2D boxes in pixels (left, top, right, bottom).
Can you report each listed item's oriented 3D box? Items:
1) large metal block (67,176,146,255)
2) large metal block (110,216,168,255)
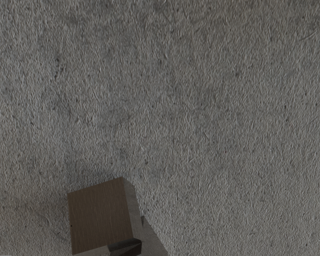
[{"bbox_3d":[-0.073,0.121,0.417,0.080,0.080,0.050,-18,151,6],"label":"large metal block"},{"bbox_3d":[-0.028,0.191,0.451,0.050,0.080,0.080,-26,108,9],"label":"large metal block"}]
